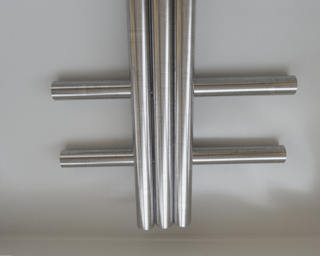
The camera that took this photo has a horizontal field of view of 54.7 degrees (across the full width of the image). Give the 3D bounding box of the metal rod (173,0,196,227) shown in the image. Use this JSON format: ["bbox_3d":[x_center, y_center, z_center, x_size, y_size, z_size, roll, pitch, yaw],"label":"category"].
[{"bbox_3d":[0.028,-0.010,0.379,0.025,0.025,0.298,-1,110,0],"label":"metal rod"}]

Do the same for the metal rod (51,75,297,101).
[{"bbox_3d":[0.018,-0.051,0.392,0.302,0.025,0.025,-1,110,0],"label":"metal rod"}]

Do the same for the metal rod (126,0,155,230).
[{"bbox_3d":[-0.022,-0.006,0.380,0.025,0.025,0.298,-1,110,0],"label":"metal rod"}]

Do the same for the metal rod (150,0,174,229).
[{"bbox_3d":[0.004,-0.008,0.379,0.025,0.025,0.298,-1,110,0],"label":"metal rod"}]

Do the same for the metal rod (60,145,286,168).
[{"bbox_3d":[0.018,0.039,0.425,0.302,0.025,0.025,-1,110,0],"label":"metal rod"}]
